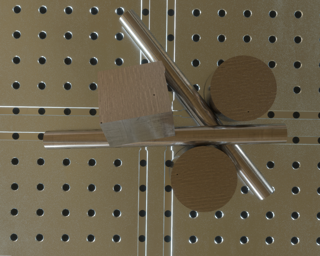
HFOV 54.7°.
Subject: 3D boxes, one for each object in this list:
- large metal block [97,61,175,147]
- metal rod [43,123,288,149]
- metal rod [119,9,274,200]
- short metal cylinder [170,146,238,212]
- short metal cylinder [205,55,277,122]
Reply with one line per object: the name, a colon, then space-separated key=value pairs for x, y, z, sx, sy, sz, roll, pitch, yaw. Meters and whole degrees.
large metal block: x=-0.029 y=-0.030 z=0.379 sx=0.080 sy=0.050 sz=0.080 roll=-10 pitch=55 yaw=0
metal rod: x=0.002 y=0.011 z=0.393 sx=0.302 sy=0.025 sz=0.025 roll=-2 pitch=90 yaw=6
metal rod: x=0.048 y=-0.030 z=0.410 sx=0.025 sy=0.025 sz=0.300 roll=-38 pitch=90 yaw=0
short metal cylinder: x=0.053 y=0.061 z=0.398 sx=0.081 sy=0.050 sz=0.079 roll=0 pitch=90 yaw=0
short metal cylinder: x=0.101 y=-0.048 z=0.398 sx=0.081 sy=0.050 sz=0.079 roll=0 pitch=90 yaw=0
